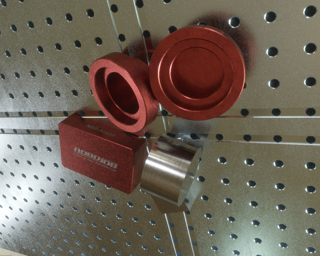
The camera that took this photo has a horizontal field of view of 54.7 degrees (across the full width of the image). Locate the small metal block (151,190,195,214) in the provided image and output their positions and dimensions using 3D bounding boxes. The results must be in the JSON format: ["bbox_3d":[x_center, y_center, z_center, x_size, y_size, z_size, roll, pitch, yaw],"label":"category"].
[{"bbox_3d":[0.016,0.099,0.462,0.050,0.025,0.050,-17,110,34],"label":"small metal block"}]

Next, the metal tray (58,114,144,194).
[{"bbox_3d":[-0.092,0.040,0.479,0.130,0.030,0.089,19,126,16],"label":"metal tray"}]

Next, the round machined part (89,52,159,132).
[{"bbox_3d":[-0.038,-0.047,0.378,0.098,0.042,0.097,29,139,30],"label":"round machined part"}]

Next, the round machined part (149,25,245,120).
[{"bbox_3d":[0.041,-0.061,0.332,0.098,0.042,0.097,6,116,13],"label":"round machined part"}]

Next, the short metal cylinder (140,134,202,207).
[{"bbox_3d":[0.016,0.054,0.400,0.050,0.080,0.079,20,126,16],"label":"short metal cylinder"}]
